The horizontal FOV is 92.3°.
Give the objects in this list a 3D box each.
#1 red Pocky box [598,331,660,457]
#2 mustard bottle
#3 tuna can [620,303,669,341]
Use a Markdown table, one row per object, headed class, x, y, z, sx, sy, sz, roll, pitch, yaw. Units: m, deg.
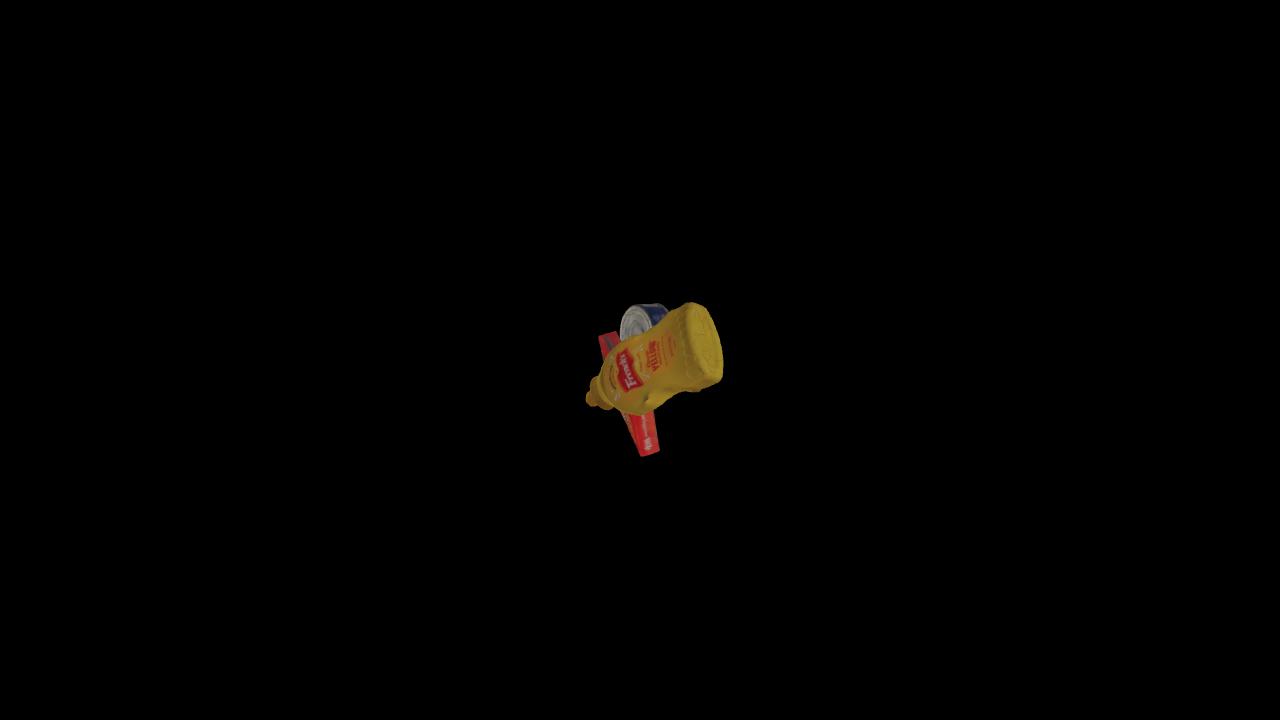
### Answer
| class | x | y | z | sx | sy | sz | roll | pitch | yaw |
| --- | --- | --- | --- | --- | --- | --- | --- | --- | --- |
| red Pocky box | -0.016 | 0.038 | 0.758 | 0.028 | 0.083 | 0.155 | -16 | 38 | -10 |
| mustard bottle | 0.005 | 0.014 | 0.682 | 0.184 | 0.092 | 0.054 | -28 | -23 | 37 |
| tuna can | 0.008 | -0.029 | 0.768 | 0.034 | 0.084 | 0.084 | -5 | 3 | -32 |
